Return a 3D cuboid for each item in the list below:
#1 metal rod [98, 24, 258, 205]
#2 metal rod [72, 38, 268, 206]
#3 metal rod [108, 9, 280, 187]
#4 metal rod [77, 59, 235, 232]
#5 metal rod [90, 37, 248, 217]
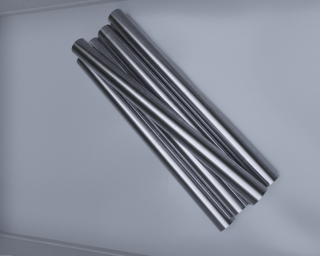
[{"bbox_3d":[0.019,-0.026,0.402,0.025,0.025,0.300,-45,76,14],"label":"metal rod"},{"bbox_3d":[0.000,-0.017,0.382,0.300,0.025,0.025,40,103,15],"label":"metal rod"},{"bbox_3d":[0.034,-0.046,0.397,0.025,0.025,0.300,-45,76,14],"label":"metal rod"},{"bbox_3d":[-0.013,0.009,0.414,0.025,0.025,0.300,-45,76,14],"label":"metal rod"},{"bbox_3d":[0.001,-0.011,0.409,0.025,0.025,0.300,-45,76,14],"label":"metal rod"}]
